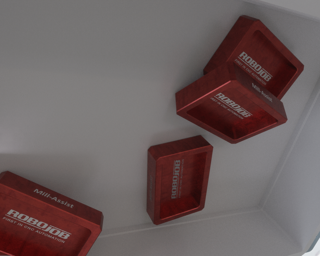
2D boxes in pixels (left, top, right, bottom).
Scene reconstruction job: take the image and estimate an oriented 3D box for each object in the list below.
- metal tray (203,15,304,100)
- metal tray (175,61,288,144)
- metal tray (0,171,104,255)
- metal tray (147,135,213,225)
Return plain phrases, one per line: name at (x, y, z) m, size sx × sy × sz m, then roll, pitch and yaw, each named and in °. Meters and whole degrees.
metal tray at (0.132, -0.080, 0.427) m, size 0.131 × 0.030 × 0.090 m, roll 25°, pitch 105°, yaw -37°
metal tray at (0.095, -0.026, 0.410) m, size 0.131 × 0.030 × 0.090 m, roll 26°, pitch 139°, yaw -38°
metal tray at (-0.145, 0.118, 0.366) m, size 0.131 × 0.030 × 0.090 m, roll 29°, pitch 103°, yaw -14°
metal tray at (0.028, 0.080, 0.469) m, size 0.091 × 0.030 × 0.129 m, roll -12°, pitch 124°, yaw -22°
